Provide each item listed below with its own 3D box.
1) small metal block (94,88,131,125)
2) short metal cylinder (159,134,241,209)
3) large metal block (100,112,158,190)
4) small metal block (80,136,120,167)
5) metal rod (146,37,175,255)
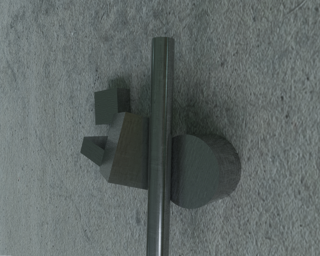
[{"bbox_3d":[-0.071,-0.031,0.461,0.050,0.025,0.050,-4,87,39],"label":"small metal block"},{"bbox_3d":[0.044,0.046,0.351,0.080,0.050,0.079,0,90,39],"label":"short metal cylinder"},{"bbox_3d":[-0.036,0.026,0.384,0.080,0.050,0.080,-177,101,-72],"label":"large metal block"},{"bbox_3d":[-0.078,0.033,0.451,0.050,0.050,0.025,27,107,36],"label":"small metal block"},{"bbox_3d":[0.000,0.054,0.338,0.025,0.025,0.298,3,92,39],"label":"metal rod"}]
